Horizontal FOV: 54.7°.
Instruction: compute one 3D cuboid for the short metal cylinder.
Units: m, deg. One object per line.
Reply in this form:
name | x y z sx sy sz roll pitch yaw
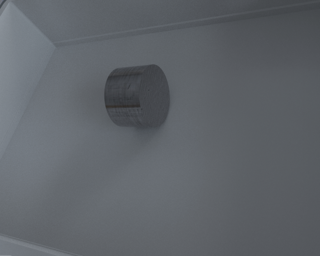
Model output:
short metal cylinder | -0.028 -0.041 0.406 0.050 0.080 0.080 0 62 28
